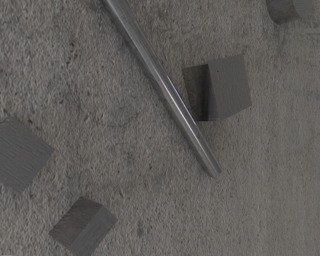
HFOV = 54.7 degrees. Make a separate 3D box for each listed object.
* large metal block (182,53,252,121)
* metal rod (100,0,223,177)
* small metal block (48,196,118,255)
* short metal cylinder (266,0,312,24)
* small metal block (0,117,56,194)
[{"bbox_3d":[0.086,-0.060,0.460,0.081,0.050,0.080,-24,105,-38],"label":"large metal block"},{"bbox_3d":[0.010,-0.048,0.412,0.025,0.025,0.299,-48,118,-29],"label":"metal rod"},{"bbox_3d":[-0.080,0.103,0.321,0.050,0.050,0.025,-51,120,-28],"label":"small metal block"},{"bbox_3d":[0.248,-0.246,0.596,0.081,0.050,0.080,0,90,-40],"label":"short metal cylinder"},{"bbox_3d":[-0.137,0.025,0.290,0.050,0.025,0.050,46,62,-30],"label":"small metal block"}]
